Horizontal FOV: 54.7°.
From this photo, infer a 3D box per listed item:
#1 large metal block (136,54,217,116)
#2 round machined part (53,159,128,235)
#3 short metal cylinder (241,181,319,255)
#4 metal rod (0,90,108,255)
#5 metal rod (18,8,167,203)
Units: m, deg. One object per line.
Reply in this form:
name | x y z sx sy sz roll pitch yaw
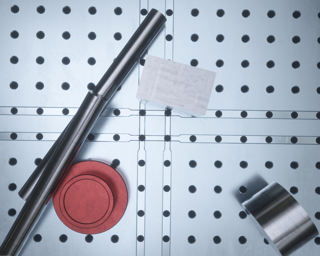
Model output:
large metal block | 0.018 -0.049 0.386 0.080 0.080 0.050 15 90 -1
round machined part | -0.091 0.091 0.404 0.099 0.042 0.097 0 90 -1
short metal cylinder | 0.148 0.114 0.388 0.050 0.080 0.080 -35 90 0
metal rod | -0.151 0.087 0.391 0.025 0.025 0.299 31 98 -1
metal rod | -0.089 -0.030 0.412 0.025 0.025 0.299 36 90 -1
